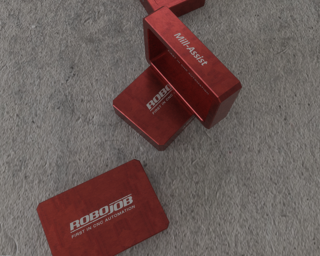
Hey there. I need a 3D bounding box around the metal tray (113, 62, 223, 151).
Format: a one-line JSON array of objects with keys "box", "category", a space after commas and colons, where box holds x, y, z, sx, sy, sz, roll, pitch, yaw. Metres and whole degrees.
[{"box": [0.013, -0.044, 0.422, 0.090, 0.030, 0.130, 41, 75, 13], "category": "metal tray"}]

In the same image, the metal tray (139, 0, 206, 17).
[{"box": [0.003, -0.234, 0.490, 0.090, 0.030, 0.130, -27, 72, -10], "category": "metal tray"}]

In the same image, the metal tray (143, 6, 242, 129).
[{"box": [0.032, -0.068, 0.365, 0.030, 0.090, 0.130, -36, 74, -12], "category": "metal tray"}]

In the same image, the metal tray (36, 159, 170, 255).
[{"box": [-0.066, 0.105, 0.367, 0.131, 0.030, 0.090, -25, 72, -9], "category": "metal tray"}]
